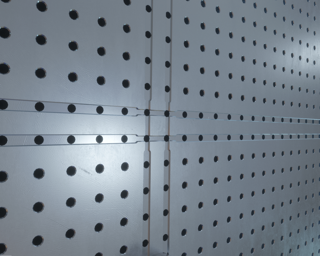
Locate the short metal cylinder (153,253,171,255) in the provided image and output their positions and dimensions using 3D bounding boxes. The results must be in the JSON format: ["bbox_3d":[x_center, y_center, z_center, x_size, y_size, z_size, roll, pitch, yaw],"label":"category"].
[{"bbox_3d":[0.012,0.212,0.403,0.081,0.050,0.079,0,90,-40],"label":"short metal cylinder"}]
